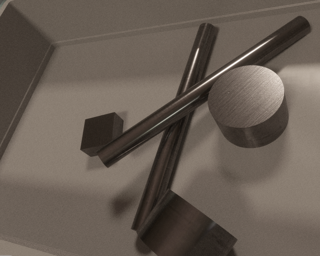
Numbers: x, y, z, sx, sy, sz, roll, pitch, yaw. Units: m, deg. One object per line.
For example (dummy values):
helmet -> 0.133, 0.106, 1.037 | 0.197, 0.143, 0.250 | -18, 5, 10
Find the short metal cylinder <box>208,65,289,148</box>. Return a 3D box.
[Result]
short metal cylinder -> 0.100, -0.024, 0.351 | 0.080, 0.050, 0.080 | -13, 56, 20

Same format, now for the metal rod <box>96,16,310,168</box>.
metal rod -> 0.056, -0.047, 0.379 | 0.301, 0.025, 0.025 | -34, 51, -5

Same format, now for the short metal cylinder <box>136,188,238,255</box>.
short metal cylinder -> 0.025, 0.102, 0.294 | 0.080, 0.080, 0.050 | 30, 78, 37

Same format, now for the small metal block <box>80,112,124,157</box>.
small metal block -> -0.082, 0.010, 0.441 | 0.050, 0.025, 0.050 | -12, 57, 21

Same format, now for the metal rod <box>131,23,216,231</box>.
metal rod -> 0.025, -0.015, 0.400 | 0.025, 0.025, 0.300 | 5, 64, 30
